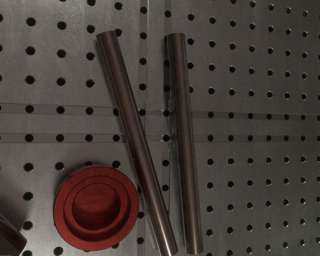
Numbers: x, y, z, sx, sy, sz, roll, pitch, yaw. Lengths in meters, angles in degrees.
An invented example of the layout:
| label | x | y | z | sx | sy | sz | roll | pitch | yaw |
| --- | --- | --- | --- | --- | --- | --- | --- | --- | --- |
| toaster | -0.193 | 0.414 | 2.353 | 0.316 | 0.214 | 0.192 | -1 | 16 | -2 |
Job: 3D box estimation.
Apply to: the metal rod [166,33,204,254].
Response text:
| label | x | y | z | sx | sy | sz | roll | pitch | yaw |
| --- | --- | --- | --- | --- | --- | --- | --- | --- | --- |
| metal rod | 0.035 | 0.022 | 0.426 | 0.025 | 0.025 | 0.298 | -6 | 92 | -20 |

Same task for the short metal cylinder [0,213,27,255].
| label | x | y | z | sx | sy | sz | roll | pitch | yaw |
| --- | --- | --- | --- | --- | --- | --- | --- | --- | --- |
| short metal cylinder | -0.186 | 0.127 | 0.315 | 0.080 | 0.080 | 0.050 | -41 | 104 | -16 |

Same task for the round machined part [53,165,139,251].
| label | x | y | z | sx | sy | sz | roll | pitch | yaw |
| --- | --- | --- | --- | --- | --- | --- | --- | --- | --- |
| round machined part | -0.078 | 0.093 | 0.376 | 0.099 | 0.042 | 0.097 | 0 | 90 | -21 |

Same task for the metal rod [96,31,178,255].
| label | x | y | z | sx | sy | sz | roll | pitch | yaw |
| --- | --- | --- | --- | --- | --- | --- | --- | --- | --- |
| metal rod | -0.028 | 0.025 | 0.403 | 0.025 | 0.025 | 0.298 | -18 | 96 | -19 |
